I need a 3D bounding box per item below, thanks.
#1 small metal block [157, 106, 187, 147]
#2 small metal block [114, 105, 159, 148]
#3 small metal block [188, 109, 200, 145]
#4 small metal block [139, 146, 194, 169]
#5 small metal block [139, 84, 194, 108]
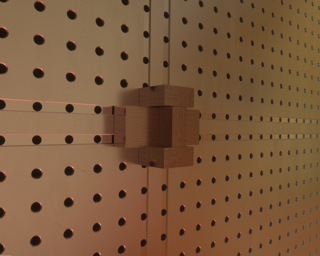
[{"bbox_3d":[0.008,-0.002,0.401,0.025,0.050,0.050,1,90,-40],"label":"small metal block"},{"bbox_3d":[-0.029,-0.002,0.386,0.050,0.025,0.050,1,90,-40],"label":"small metal block"},{"bbox_3d":[0.029,-0.001,0.435,0.050,0.025,0.050,1,89,-40],"label":"small metal block"},{"bbox_3d":[0.008,0.036,0.401,0.050,0.050,0.025,1,90,-40],"label":"small metal block"},{"bbox_3d":[0.008,-0.039,0.401,0.050,0.050,0.025,1,90,-40],"label":"small metal block"}]
